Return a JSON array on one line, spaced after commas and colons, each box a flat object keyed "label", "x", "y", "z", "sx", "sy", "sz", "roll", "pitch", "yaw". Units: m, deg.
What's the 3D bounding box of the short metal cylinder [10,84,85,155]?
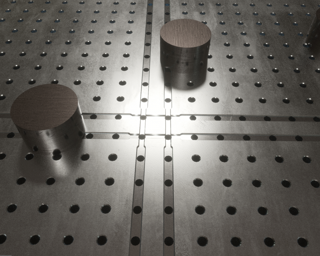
[{"label": "short metal cylinder", "x": -0.142, "y": -0.012, "z": 0.399, "sx": 0.081, "sy": 0.050, "sz": 0.080, "roll": 0, "pitch": 50, "yaw": 0}]

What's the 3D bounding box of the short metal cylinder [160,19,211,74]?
[{"label": "short metal cylinder", "x": 0.040, "y": -0.134, "z": 0.505, "sx": 0.081, "sy": 0.050, "sz": 0.080, "roll": 0, "pitch": 50, "yaw": 0}]

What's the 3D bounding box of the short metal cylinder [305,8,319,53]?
[{"label": "short metal cylinder", "x": 0.303, "y": -0.169, "z": 0.537, "sx": 0.081, "sy": 0.050, "sz": 0.080, "roll": 0, "pitch": 50, "yaw": 0}]
